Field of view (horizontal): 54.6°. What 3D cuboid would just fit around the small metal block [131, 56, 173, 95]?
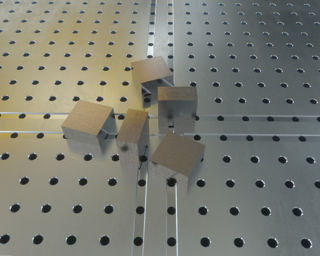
[{"bbox_3d":[-0.012,-0.081,0.476,0.050,0.025,0.050,-16,52,-13],"label":"small metal block"}]

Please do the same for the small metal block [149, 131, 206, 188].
[{"bbox_3d":[0.021,0.037,0.377,0.050,0.025,0.050,22,53,17],"label":"small metal block"}]

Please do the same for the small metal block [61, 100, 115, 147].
[{"bbox_3d":[-0.094,-0.007,0.413,0.050,0.025,0.050,14,51,11],"label":"small metal block"}]

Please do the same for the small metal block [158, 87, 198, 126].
[{"bbox_3d":[0.023,-0.028,0.416,0.050,0.050,0.025,-1,50,-1],"label":"small metal block"}]

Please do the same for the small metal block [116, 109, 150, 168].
[{"bbox_3d":[-0.032,0.013,0.381,0.025,0.050,0.050,10,51,8],"label":"small metal block"}]
